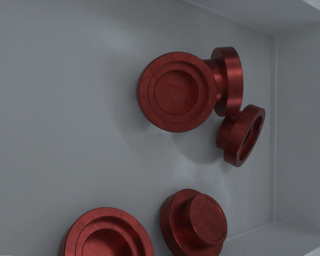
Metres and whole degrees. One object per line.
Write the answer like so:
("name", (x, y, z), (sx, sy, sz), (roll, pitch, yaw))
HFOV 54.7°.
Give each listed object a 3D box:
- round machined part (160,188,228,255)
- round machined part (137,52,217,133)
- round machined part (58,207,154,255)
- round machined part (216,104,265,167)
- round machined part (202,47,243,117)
("round machined part", (0.051, 0.127, 0.412), (0.099, 0.042, 0.098), (25, 45, -29))
("round machined part", (0.018, -0.045, 0.394), (0.099, 0.042, 0.097), (-2, 97, -13))
("round machined part", (-0.059, 0.138, 0.327), (0.099, 0.042, 0.098), (22, 44, -22))
("round machined part", (0.121, 0.008, 0.479), (0.099, 0.042, 0.097), (-41, 145, -38))
("round machined part", (0.081, -0.064, 0.439), (0.042, 0.098, 0.097), (-5, 94, -4))
